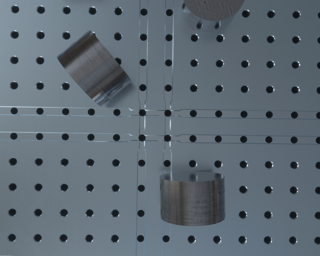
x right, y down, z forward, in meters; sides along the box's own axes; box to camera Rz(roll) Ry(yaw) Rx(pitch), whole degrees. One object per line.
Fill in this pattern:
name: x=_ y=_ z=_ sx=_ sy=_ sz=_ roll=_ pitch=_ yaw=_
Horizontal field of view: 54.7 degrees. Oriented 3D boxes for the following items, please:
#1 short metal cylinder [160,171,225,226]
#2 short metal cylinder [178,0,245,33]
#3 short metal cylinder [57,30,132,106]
short metal cylinder: x=0.040 y=0.085 z=0.387 sx=0.081 sy=0.080 sz=0.050 roll=-1 pitch=90 yaw=-1
short metal cylinder: x=0.066 y=-0.170 z=0.402 sx=0.081 sy=0.050 sz=0.079 roll=0 pitch=90 yaw=-1
short metal cylinder: x=-0.080 y=-0.073 z=0.385 sx=0.050 sy=0.080 sz=0.080 roll=-40 pitch=91 yaw=0
